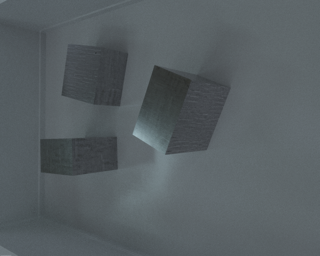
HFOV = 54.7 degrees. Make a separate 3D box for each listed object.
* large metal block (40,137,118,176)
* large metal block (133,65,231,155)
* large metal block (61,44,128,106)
[{"bbox_3d":[-0.122,0.040,0.469,0.080,0.081,0.050,-2,89,39],"label":"large metal block"},{"bbox_3d":[0.025,-0.019,0.348,0.050,0.081,0.079,30,108,36],"label":"large metal block"},{"bbox_3d":[-0.100,-0.081,0.471,0.080,0.050,0.079,17,100,38],"label":"large metal block"}]
